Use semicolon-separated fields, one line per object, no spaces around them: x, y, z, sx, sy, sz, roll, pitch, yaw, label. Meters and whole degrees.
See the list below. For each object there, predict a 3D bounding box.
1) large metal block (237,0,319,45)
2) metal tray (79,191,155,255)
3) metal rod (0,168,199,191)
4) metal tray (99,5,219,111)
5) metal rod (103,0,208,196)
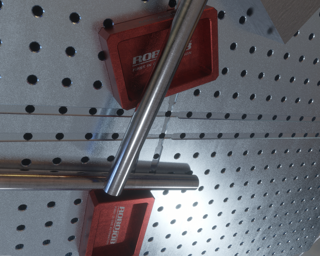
0.148;-0.164;0.376;0.080;0.050;0.080;-48;129;5;large metal block
-0.066;0.149;0.465;0.091;0.030;0.129;0;119;-29;metal tray
-0.072;0.071;0.417;0.302;0.025;0.025;7;115;-32;metal rod
0.005;-0.083;0.360;0.131;0.030;0.089;-21;127;-17;metal tray
-0.001;-0.051;0.340;0.025;0.025;0.298;12;112;-34;metal rod
